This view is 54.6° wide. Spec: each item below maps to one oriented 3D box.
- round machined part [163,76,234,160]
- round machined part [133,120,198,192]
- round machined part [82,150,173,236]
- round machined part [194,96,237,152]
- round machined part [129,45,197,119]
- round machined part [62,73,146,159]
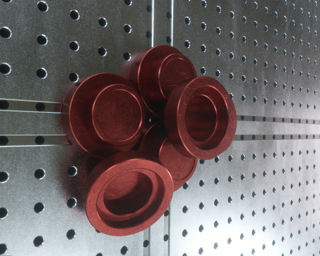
[{"bbox_3d":[0.043,-0.012,0.377,0.099,0.042,0.097,0,90,-40],"label":"round machined part"},{"bbox_3d":[0.012,0.038,0.406,0.099,0.042,0.097,0,90,-40],"label":"round machined part"},{"bbox_3d":[-0.038,0.068,0.348,0.099,0.042,0.097,-10,116,-21],"label":"round machined part"},{"bbox_3d":[0.065,-0.011,0.450,0.099,0.042,0.097,0,90,-40],"label":"round machined part"},{"bbox_3d":[0.012,-0.060,0.407,0.099,0.042,0.097,0,90,-40],"label":"round machined part"},{"bbox_3d":[-0.055,-0.014,0.351,0.099,0.042,0.097,0,90,-40],"label":"round machined part"}]
